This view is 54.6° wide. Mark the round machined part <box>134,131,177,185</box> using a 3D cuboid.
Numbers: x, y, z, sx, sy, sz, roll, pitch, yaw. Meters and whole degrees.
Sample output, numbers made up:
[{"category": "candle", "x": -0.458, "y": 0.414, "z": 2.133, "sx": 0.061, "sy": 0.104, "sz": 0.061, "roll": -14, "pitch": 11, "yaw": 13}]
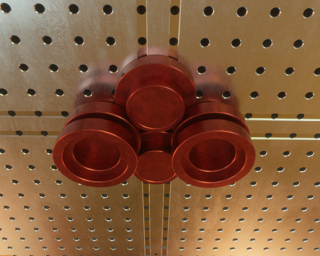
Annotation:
[{"category": "round machined part", "x": -0.005, "y": 0.042, "z": 0.435, "sx": 0.099, "sy": 0.042, "sz": 0.097, "roll": 0, "pitch": 130, "yaw": 0}]

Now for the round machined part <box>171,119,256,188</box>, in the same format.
[{"category": "round machined part", "x": 0.063, "y": 0.027, "z": 0.381, "sx": 0.099, "sy": 0.042, "sz": 0.097, "roll": 0, "pitch": 130, "yaw": 0}]

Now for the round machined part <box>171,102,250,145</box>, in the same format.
[{"category": "round machined part", "x": 0.063, "y": 0.005, "z": 0.404, "sx": 0.099, "sy": 0.042, "sz": 0.097, "roll": 0, "pitch": 130, "yaw": 0}]

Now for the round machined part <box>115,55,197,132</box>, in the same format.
[{"category": "round machined part", "x": -0.005, "y": -0.033, "z": 0.371, "sx": 0.099, "sy": 0.042, "sz": 0.097, "roll": 0, "pitch": 130, "yaw": 0}]

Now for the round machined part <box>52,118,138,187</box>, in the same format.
[{"category": "round machined part", "x": -0.076, "y": 0.025, "z": 0.378, "sx": 0.099, "sy": 0.042, "sz": 0.097, "roll": 0, "pitch": 130, "yaw": 0}]

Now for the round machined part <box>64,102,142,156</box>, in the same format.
[{"category": "round machined part", "x": -0.073, "y": 0.005, "z": 0.403, "sx": 0.099, "sy": 0.042, "sz": 0.097, "roll": 0, "pitch": 130, "yaw": 0}]
